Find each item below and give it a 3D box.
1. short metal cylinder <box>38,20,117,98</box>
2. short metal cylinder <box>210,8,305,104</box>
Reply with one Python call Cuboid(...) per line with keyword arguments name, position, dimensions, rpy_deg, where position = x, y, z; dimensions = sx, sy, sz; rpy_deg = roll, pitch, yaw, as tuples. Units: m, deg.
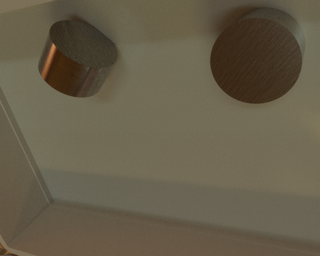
Cuboid(name="short metal cylinder", position=(-0.099, -0.083, 0.374), dimensions=(0.080, 0.080, 0.050), rpy_deg=(40, 129, 1))
Cuboid(name="short metal cylinder", position=(0.095, -0.070, 0.299), dimensions=(0.080, 0.050, 0.079), rpy_deg=(13, 124, 21))
